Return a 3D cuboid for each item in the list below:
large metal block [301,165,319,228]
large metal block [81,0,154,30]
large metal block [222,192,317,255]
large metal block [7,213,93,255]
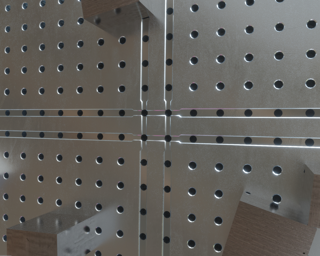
[{"bbox_3d":[0.193,0.072,0.316,0.080,0.080,0.050,7,92,19],"label":"large metal block"},{"bbox_3d":[-0.060,-0.189,0.420,0.080,0.050,0.080,-10,87,19],"label":"large metal block"},{"bbox_3d":[0.122,0.130,0.356,0.080,0.050,0.080,18,96,18],"label":"large metal block"},{"bbox_3d":[-0.152,0.157,0.435,0.080,0.080,0.050,-1,90,19],"label":"large metal block"}]
